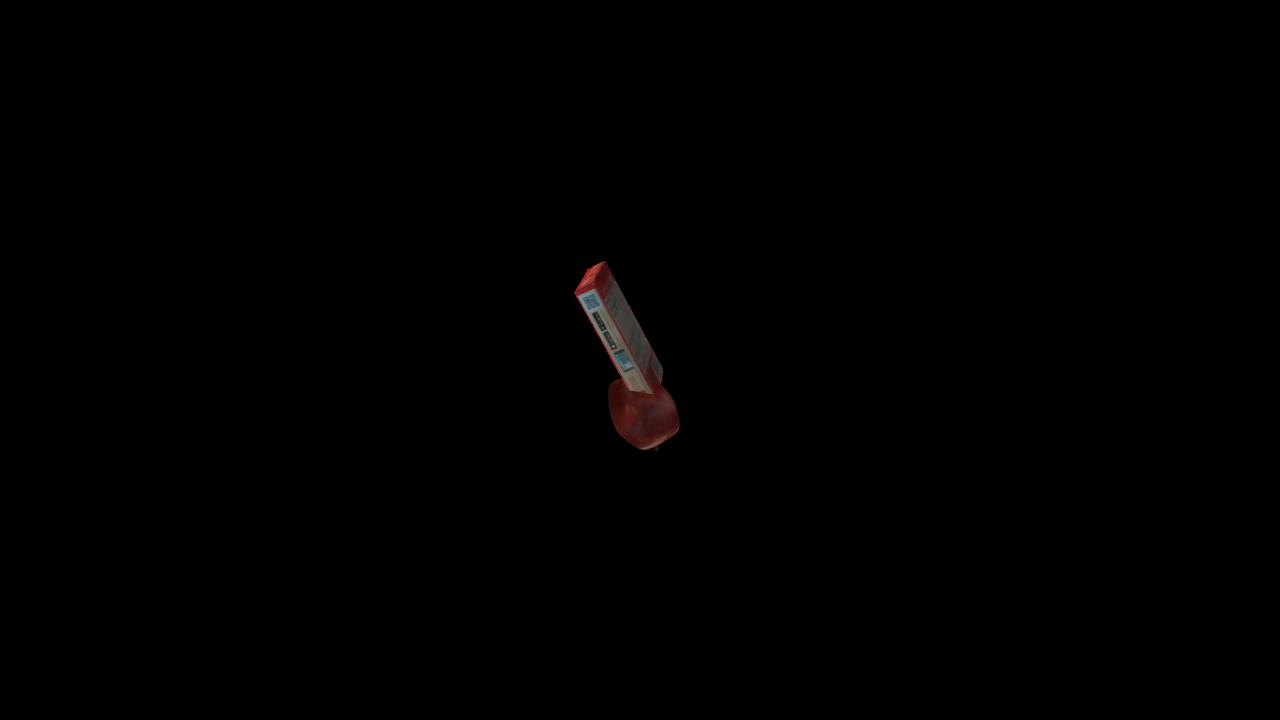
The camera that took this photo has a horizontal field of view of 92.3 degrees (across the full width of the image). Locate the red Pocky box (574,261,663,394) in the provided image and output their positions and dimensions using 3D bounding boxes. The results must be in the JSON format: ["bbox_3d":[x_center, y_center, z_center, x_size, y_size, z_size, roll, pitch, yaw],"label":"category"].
[{"bbox_3d":[-0.020,-0.029,0.692,0.028,0.155,0.083,-22,21,17],"label":"red Pocky box"}]

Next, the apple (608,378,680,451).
[{"bbox_3d":[0.004,0.059,0.704,0.079,0.093,0.079,-25,-4,-2],"label":"apple"}]
